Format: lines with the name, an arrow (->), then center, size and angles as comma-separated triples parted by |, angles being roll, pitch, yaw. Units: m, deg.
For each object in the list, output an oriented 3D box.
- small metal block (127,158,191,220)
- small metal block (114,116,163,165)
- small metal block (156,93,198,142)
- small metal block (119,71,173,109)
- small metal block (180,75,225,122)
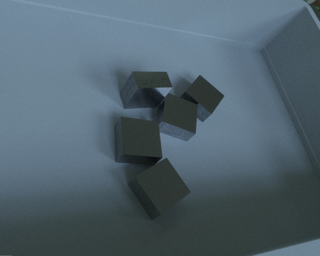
small metal block -> -0.001, 0.071, 0.364 | 0.050, 0.025, 0.050 | -28, 77, -37
small metal block -> -0.027, 0.017, 0.382 | 0.050, 0.025, 0.050 | 8, 58, -25
small metal block -> 0.023, -0.015, 0.429 | 0.050, 0.025, 0.050 | 20, 54, -17
small metal block -> -0.019, -0.050, 0.411 | 0.050, 0.050, 0.025 | -6, 65, -31
small metal block -> 0.062, -0.045, 0.469 | 0.050, 0.025, 0.050 | 41, 51, -1
